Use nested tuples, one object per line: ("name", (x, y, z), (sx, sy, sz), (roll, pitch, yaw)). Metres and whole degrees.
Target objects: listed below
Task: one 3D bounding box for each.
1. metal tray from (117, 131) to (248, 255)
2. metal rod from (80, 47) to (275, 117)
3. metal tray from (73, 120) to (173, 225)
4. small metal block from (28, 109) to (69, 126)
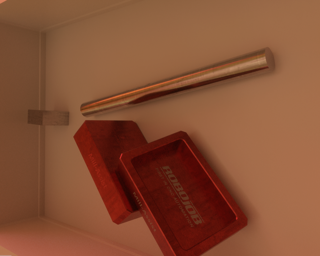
("metal tray", (0.022, 0.073, 0.342), (0.130, 0.091, 0.030), (56, 150, 24))
("metal rod", (-0.004, -0.050, 0.407), (0.300, 0.025, 0.025), (-10, 84, 39))
("metal tray", (-0.044, 0.049, 0.398), (0.030, 0.091, 0.130), (-46, 63, 31))
("small metal block", (-0.198, -0.019, 0.551), (0.050, 0.050, 0.025), (6, 94, 39))
